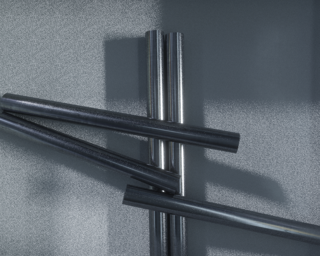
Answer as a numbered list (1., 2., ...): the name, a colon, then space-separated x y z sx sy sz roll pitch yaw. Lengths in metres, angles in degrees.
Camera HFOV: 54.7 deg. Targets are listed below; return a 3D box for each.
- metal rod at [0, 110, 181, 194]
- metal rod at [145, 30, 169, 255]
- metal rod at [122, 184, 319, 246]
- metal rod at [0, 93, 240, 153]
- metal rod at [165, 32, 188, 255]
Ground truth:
1. metal rod: -0.120 0.021 0.396 0.301 0.025 0.025 19 90 5
2. metal rod: -0.004 0.024 0.408 0.025 0.025 0.298 -1 90 -1
3. metal rod: 0.103 0.116 0.394 0.302 0.025 0.025 13 90 -6
4. metal rod: -0.054 -0.008 0.390 0.302 0.025 0.025 10 90 6
5. metal rod: 0.022 0.026 0.409 0.025 0.025 0.298 -1 90 -1
